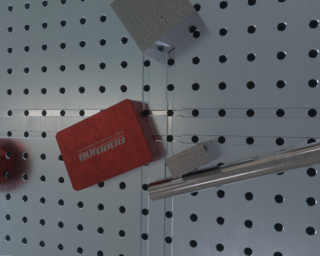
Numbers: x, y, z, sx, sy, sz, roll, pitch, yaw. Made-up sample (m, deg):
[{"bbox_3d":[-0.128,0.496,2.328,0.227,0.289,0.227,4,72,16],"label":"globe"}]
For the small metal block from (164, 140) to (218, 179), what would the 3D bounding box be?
[{"bbox_3d":[0.040,0.038,0.385,0.050,0.050,0.025,-27,81,18],"label":"small metal block"}]

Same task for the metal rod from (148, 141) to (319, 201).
[{"bbox_3d":[0.126,0.044,0.368,0.300,0.025,0.025,-17,84,19],"label":"metal rod"}]

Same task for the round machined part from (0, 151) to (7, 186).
[{"bbox_3d":[-0.293,0.066,0.507,0.098,0.042,0.097,0,90,20],"label":"round machined part"}]

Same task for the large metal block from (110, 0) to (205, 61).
[{"bbox_3d":[-0.003,-0.147,0.400,0.080,0.050,0.080,-36,79,16],"label":"large metal block"}]

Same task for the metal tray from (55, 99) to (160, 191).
[{"bbox_3d":[-0.076,0.025,0.437,0.130,0.030,0.090,-24,82,18],"label":"metal tray"}]
